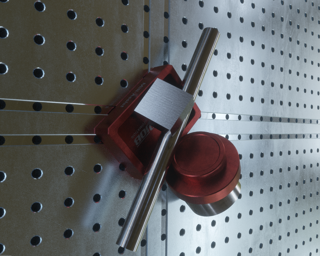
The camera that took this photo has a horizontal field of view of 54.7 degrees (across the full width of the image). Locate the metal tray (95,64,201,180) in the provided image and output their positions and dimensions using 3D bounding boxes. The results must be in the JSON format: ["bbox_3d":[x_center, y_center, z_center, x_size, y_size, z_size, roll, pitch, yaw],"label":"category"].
[{"bbox_3d":[-0.009,-0.009,0.399,0.130,0.030,0.090,-51,120,-28],"label":"metal tray"}]

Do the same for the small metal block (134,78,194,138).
[{"bbox_3d":[0.006,-0.024,0.371,0.050,0.050,0.025,-56,161,-14],"label":"small metal block"}]

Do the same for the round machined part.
[{"bbox_3d":[0.051,0.043,0.393,0.098,0.098,0.042,-54,144,-27],"label":"round machined part"}]

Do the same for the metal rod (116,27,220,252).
[{"bbox_3d":[0.017,0.000,0.386,0.025,0.025,0.300,35,68,-35],"label":"metal rod"}]

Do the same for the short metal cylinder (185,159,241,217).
[{"bbox_3d":[0.064,0.074,0.428,0.080,0.080,0.050,-51,121,-28],"label":"short metal cylinder"}]
